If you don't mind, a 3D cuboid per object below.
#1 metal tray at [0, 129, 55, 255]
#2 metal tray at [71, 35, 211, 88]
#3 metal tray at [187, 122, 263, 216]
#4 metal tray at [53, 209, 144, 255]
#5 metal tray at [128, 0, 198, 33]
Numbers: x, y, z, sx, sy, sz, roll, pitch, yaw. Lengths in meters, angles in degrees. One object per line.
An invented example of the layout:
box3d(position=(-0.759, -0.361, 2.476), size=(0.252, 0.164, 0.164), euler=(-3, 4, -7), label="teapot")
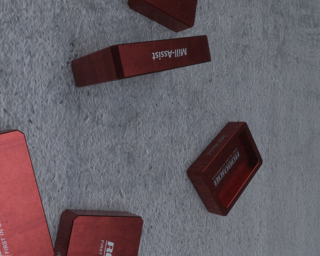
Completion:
box3d(position=(-0.155, 0.073, 0.272), size=(0.091, 0.030, 0.129), euler=(-18, 101, -39), label="metal tray")
box3d(position=(-0.018, -0.075, 0.346), size=(0.131, 0.090, 0.030), euler=(-19, 103, -38), label="metal tray")
box3d(position=(0.108, 0.061, 0.491), size=(0.131, 0.030, 0.090), euler=(-44, 117, -31), label="metal tray")
box3d(position=(-0.072, 0.159, 0.341), size=(0.091, 0.030, 0.129), euler=(16, 80, -39), label="metal tray")
box3d(position=(0.012, -0.206, 0.411), size=(0.091, 0.030, 0.129), euler=(14, 81, -39), label="metal tray")
